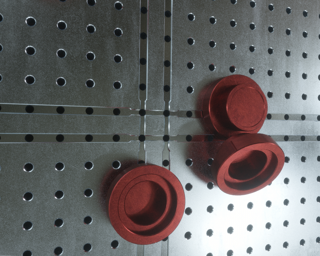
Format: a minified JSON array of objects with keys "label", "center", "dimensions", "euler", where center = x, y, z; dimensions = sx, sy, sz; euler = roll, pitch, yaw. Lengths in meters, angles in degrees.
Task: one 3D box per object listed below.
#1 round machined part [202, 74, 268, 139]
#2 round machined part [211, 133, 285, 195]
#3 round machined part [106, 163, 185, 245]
[{"label":"round machined part","center":[0.115,-0.029,0.448],"dimensions":[0.099,0.042,0.097],"euler":[0,90,-21]},{"label":"round machined part","center":[0.118,0.045,0.433],"dimensions":[0.099,0.042,0.097],"euler":[-8,127,-10]},{"label":"round machined part","center":[-0.021,0.094,0.397],"dimensions":[0.099,0.042,0.097],"euler":[0,90,-21]}]
